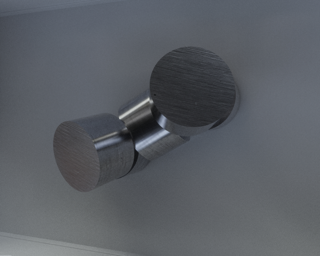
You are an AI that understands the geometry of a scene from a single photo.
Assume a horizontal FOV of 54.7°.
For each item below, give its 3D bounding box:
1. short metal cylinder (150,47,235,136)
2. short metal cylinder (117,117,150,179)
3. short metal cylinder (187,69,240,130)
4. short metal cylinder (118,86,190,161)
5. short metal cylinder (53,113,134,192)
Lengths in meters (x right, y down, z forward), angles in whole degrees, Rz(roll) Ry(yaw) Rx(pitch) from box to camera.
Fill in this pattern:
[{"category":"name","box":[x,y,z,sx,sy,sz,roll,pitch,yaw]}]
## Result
[{"category":"short metal cylinder","box":[0.030,-0.035,0.315,0.081,0.050,0.080,1,78,-2]},{"category":"short metal cylinder","box":[-0.055,0.025,0.414,0.080,0.050,0.079,0,90,19]},{"category":"short metal cylinder","box":[0.054,-0.037,0.376,0.080,0.050,0.079,0,90,19]},{"category":"short metal cylinder","box":[-0.006,-0.007,0.381,0.050,0.080,0.080,-31,80,17]},{"category":"short metal cylinder","box":[-0.076,0.026,0.353,0.080,0.050,0.079,12,110,37]}]
